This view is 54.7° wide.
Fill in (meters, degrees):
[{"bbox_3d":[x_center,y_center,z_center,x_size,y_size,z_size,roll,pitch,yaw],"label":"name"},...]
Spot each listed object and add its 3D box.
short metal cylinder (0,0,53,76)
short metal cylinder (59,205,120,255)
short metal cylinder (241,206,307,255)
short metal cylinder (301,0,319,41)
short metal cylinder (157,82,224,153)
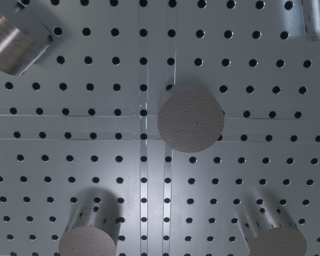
[{"bbox_3d":[-0.169,-0.105,0.344,0.050,0.080,0.080,-41,105,13],"label":"short metal cylinder"},{"bbox_3d":[-0.102,0.163,0.459,0.081,0.050,0.079,0,110,0],"label":"short metal cylinder"},{"bbox_3d":[0.168,0.164,0.462,0.081,0.050,0.079,0,110,0],"label":"short metal cylinder"},{"bbox_3d":[0.200,-0.131,0.337,0.080,0.080,0.050,-15,110,5],"label":"short metal cylinder"},{"bbox_3d":[0.037,-0.015,0.395,0.081,0.050,0.079,0,110,0],"label":"short metal cylinder"}]
